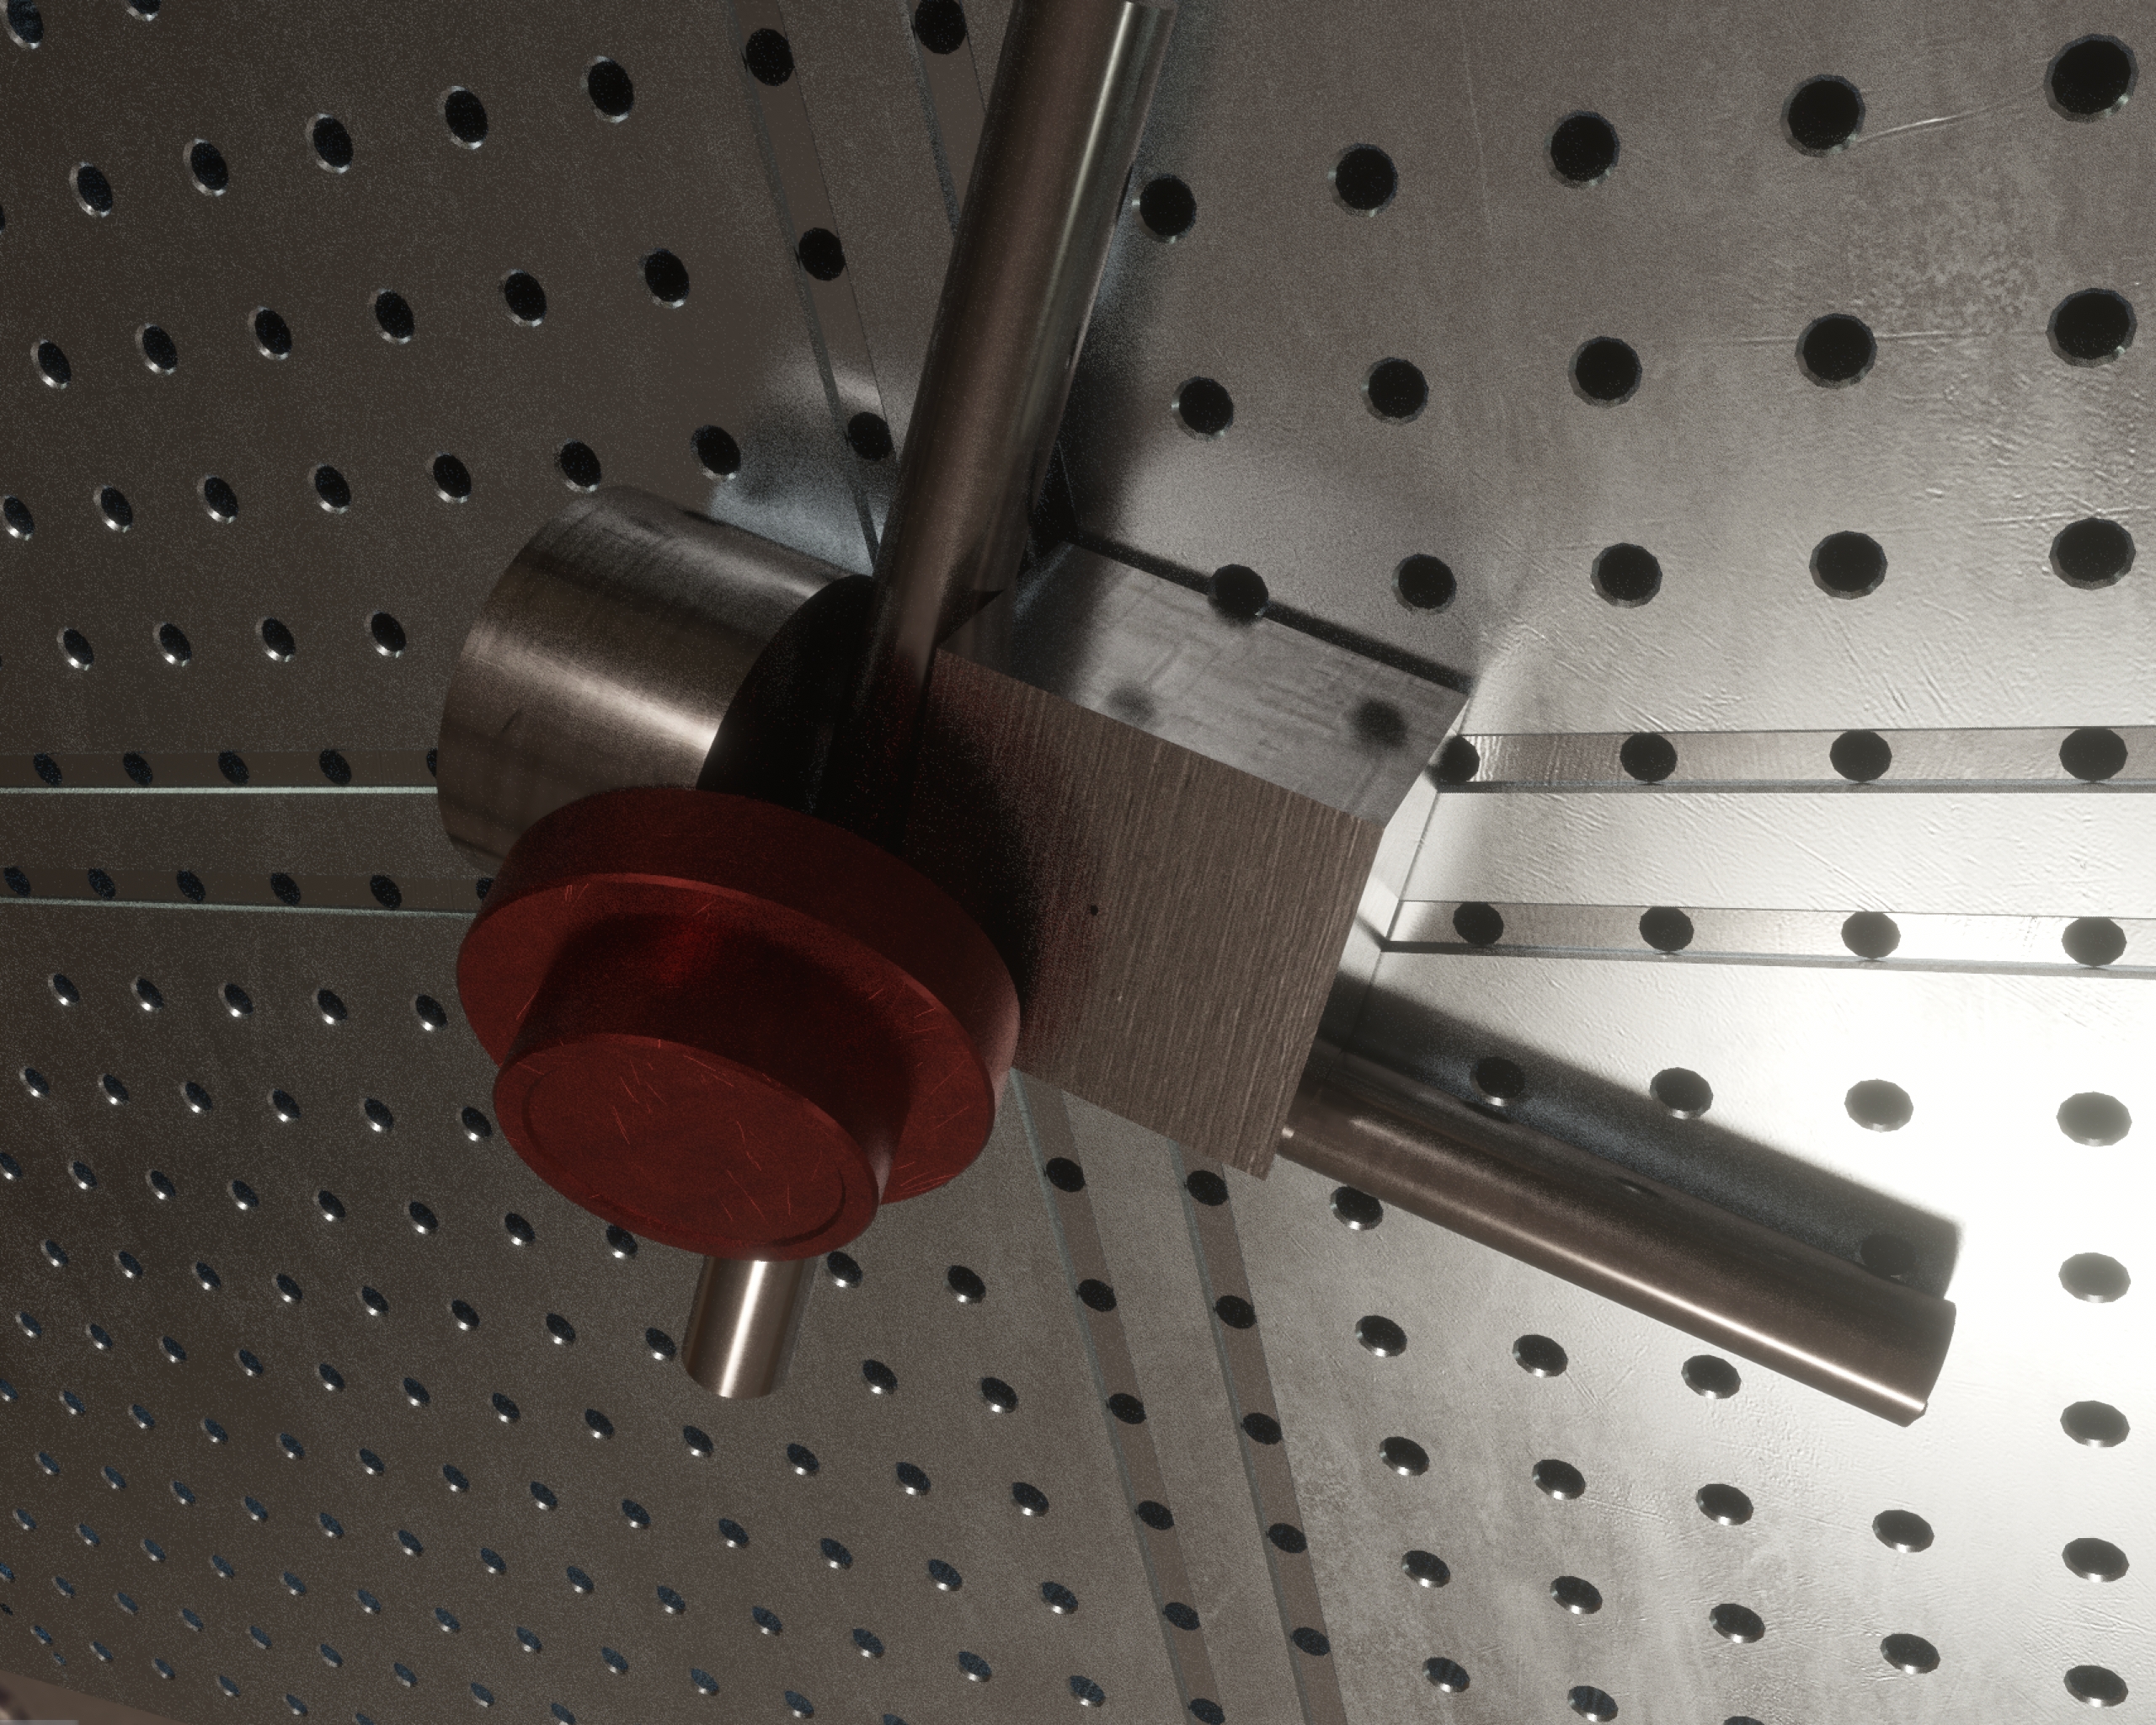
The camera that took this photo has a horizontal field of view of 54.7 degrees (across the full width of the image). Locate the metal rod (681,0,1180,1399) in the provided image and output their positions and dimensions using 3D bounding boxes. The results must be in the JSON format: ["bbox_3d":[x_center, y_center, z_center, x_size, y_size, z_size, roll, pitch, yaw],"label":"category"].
[{"bbox_3d":[-0.036,-0.013,0.396,0.025,0.025,0.298,25,120,12],"label":"metal rod"}]

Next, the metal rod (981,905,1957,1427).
[{"bbox_3d":[0.022,0.037,0.421,0.301,0.025,0.025,22,127,14],"label":"metal rod"}]

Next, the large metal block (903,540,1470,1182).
[{"bbox_3d":[0.016,-0.001,0.380,0.080,0.050,0.079,23,127,13],"label":"large metal block"}]

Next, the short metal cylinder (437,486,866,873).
[{"bbox_3d":[-0.075,-0.025,0.397,0.050,0.080,0.079,23,127,14],"label":"short metal cylinder"}]

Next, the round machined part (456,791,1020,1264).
[{"bbox_3d":[-0.063,0.035,0.369,0.098,0.042,0.097,9,140,8],"label":"round machined part"}]
